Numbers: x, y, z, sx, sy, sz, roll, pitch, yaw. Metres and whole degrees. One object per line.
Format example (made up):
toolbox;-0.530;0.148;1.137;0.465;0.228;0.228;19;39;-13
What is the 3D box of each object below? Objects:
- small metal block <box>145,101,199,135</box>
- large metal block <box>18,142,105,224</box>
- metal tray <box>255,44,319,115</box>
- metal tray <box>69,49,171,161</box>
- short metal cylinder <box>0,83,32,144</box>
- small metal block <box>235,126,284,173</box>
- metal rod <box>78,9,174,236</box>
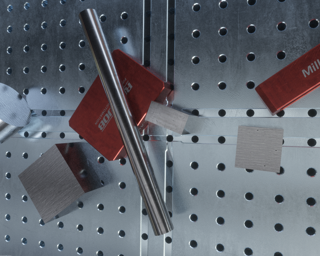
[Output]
small metal block;0.016;-0.013;0.393;0.050;0.050;0.025;22;98;18
large metal block;-0.143;0.077;0.450;0.080;0.050;0.080;-38;78;16
metal tray;0.165;-0.062;0.319;0.130;0.090;0.030;-35;79;16
metal tray;-0.057;-0.031;0.430;0.090;0.030;0.129;39;102;16
short metal cylinder;-0.246;-0.023;0.470;0.050;0.080;0.080;-34;79;17
small metal block;0.119;0.024;0.371;0.050;0.025;0.050;5;92;20
metal rod;-0.045;-0.013;0.396;0.025;0.025;0.299;-22;83;18
